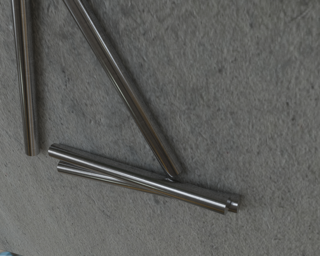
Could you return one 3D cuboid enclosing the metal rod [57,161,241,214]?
[{"bbox_3d":[-0.031,0.084,0.473,0.301,0.025,0.025,8,122,23],"label":"metal rod"}]

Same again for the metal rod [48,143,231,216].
[{"bbox_3d":[-0.046,0.068,0.456,0.301,0.025,0.025,13,124,26],"label":"metal rod"}]

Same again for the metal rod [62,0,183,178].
[{"bbox_3d":[-0.051,-0.064,0.392,0.025,0.025,0.299,-19,109,35],"label":"metal rod"}]

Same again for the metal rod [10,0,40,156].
[{"bbox_3d":[-0.198,-0.076,0.461,0.025,0.025,0.298,23,127,14],"label":"metal rod"}]
